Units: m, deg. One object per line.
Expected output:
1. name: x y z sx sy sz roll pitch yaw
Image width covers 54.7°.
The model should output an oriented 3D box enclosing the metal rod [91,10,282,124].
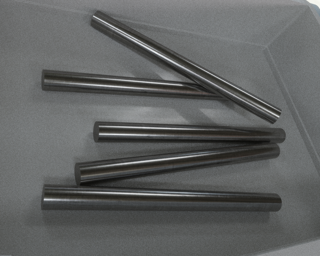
1. metal rod: 0.038 -0.088 0.452 0.301 0.025 0.025 29 52 0

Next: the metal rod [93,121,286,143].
1. metal rod: 0.060 0.009 0.432 0.303 0.025 0.025 2 61 -27

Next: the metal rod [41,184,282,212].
1. metal rod: 0.022 0.085 0.365 0.302 0.025 0.025 7 59 -24

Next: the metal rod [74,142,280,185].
1. metal rod: 0.044 0.042 0.403 0.303 0.025 0.025 -3 63 -30

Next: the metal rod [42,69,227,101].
1. metal rod: -0.005 -0.056 0.436 0.303 0.025 0.025 0 62 -28
